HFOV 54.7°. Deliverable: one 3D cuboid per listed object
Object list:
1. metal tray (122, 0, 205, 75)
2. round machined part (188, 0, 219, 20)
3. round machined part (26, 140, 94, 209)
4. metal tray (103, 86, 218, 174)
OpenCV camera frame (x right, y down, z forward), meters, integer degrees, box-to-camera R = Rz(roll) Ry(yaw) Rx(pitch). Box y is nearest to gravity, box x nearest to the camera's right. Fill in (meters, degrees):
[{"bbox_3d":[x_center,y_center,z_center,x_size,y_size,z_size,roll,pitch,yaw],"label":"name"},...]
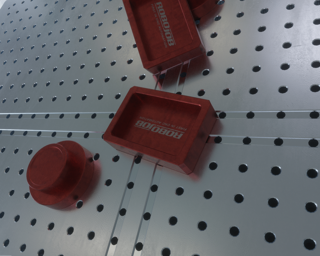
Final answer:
[{"bbox_3d":[0.004,-0.158,0.467,0.090,0.030,0.129,-21,78,16],"label":"metal tray"},{"bbox_3d":[0.048,-0.226,0.511,0.098,0.042,0.098,-13,56,21],"label":"round machined part"},{"bbox_3d":[-0.147,0.061,0.437,0.098,0.042,0.098,-13,56,21],"label":"round machined part"},{"bbox_3d":[-0.002,-0.002,0.407,0.130,0.030,0.090,15,69,34],"label":"metal tray"}]
